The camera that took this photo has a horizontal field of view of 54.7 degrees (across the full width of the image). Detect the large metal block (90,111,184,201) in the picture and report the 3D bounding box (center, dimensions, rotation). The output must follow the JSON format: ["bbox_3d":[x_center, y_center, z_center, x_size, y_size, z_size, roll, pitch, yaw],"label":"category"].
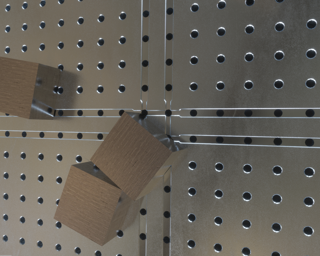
[{"bbox_3d":[-0.030,0.035,0.409,0.080,0.050,0.080,40,102,15],"label":"large metal block"}]

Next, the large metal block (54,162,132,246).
[{"bbox_3d":[-0.088,0.101,0.429,0.080,0.050,0.080,22,97,18],"label":"large metal block"}]

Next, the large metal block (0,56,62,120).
[{"bbox_3d":[-0.205,-0.060,0.470,0.080,0.050,0.079,13,94,19],"label":"large metal block"}]
